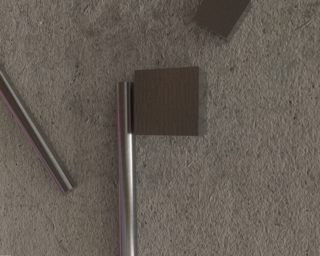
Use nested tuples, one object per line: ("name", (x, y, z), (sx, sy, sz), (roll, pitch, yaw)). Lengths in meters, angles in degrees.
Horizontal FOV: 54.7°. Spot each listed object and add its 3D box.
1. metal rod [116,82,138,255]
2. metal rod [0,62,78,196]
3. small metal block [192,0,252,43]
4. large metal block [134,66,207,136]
("metal rod", (-0.045, 0.088, 0.423), (0.025, 0.025, 0.298), (-1, 90, 19))
("metal rod", (-0.217, -0.026, 0.483), (0.025, 0.025, 0.299), (-39, 78, 15))
("small metal block", (0.077, -0.141, 0.382), (0.050, 0.025, 0.050), (35, 101, 16))
("large metal block", (0.015, -0.031, 0.390), (0.080, 0.050, 0.079), (0, 90, 19))
